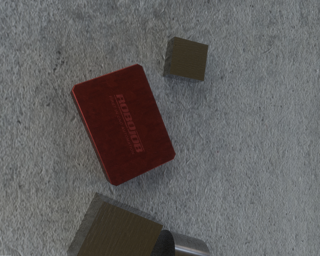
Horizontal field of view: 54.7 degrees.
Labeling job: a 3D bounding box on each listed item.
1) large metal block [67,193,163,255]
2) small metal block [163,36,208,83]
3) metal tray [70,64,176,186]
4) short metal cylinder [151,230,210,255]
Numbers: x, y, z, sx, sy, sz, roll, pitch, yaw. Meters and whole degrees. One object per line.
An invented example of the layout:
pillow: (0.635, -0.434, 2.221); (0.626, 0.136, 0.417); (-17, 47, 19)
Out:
large metal block: (-0.055, 0.135, 0.376); (0.080, 0.050, 0.080); (28, 81, -18)
small metal block: (0.035, -0.092, 0.423); (0.050, 0.025, 0.050); (8, 87, -20)
metal tray: (-0.045, -0.005, 0.391); (0.091, 0.030, 0.129); (-24, 98, -19)
short metal cylinder: (0.020, 0.175, 0.389); (0.050, 0.080, 0.080); (22, 83, -19)
